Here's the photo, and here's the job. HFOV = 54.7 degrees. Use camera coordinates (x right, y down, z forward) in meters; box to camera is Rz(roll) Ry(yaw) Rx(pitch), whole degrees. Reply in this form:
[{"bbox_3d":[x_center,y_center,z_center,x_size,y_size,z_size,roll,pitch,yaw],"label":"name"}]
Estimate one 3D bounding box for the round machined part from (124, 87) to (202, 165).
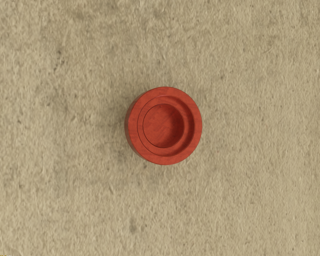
[{"bbox_3d":[0.001,-0.003,0.402,0.099,0.042,0.097,0,90,-21],"label":"round machined part"}]
